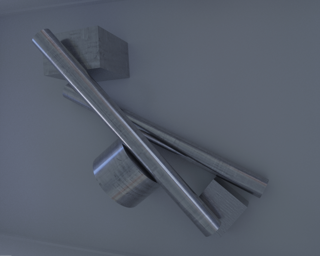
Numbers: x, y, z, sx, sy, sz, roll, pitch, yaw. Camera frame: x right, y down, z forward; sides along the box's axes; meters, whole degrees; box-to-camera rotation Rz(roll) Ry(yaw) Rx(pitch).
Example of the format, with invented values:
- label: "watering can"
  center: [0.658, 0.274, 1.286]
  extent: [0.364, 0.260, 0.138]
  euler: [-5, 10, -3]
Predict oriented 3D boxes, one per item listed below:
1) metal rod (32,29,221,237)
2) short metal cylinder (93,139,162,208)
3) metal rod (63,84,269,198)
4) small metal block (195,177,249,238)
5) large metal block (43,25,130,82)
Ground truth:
- label: "metal rod"
  center: [-0.038, 0.005, 0.360]
  extent: [0.025, 0.025, 0.300]
  euler: [-42, 90, 15]
- label: "short metal cylinder"
  center: [-0.037, 0.052, 0.391]
  extent: [0.050, 0.080, 0.080]
  euler: [-42, 77, 15]
- label: "metal rod"
  center: [-0.005, 0.008, 0.410]
  extent: [0.301, 0.025, 0.025]
  euler: [26, 99, 17]
- label: "small metal block"
  center: [0.073, 0.096, 0.383]
  extent: [0.050, 0.025, 0.050]
  euler: [40, 102, 15]
- label: "large metal block"
  center: [-0.096, -0.093, 0.413]
  extent: [0.080, 0.080, 0.050]
  euler: [-4, 89, 19]
